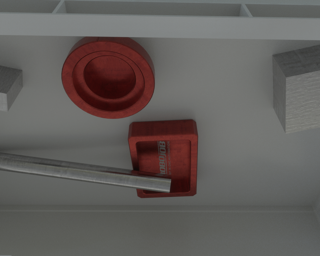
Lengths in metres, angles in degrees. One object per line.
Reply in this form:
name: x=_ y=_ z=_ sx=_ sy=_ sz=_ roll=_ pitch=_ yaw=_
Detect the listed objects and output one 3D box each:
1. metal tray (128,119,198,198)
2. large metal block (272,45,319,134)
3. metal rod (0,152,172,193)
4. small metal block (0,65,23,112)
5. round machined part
metal tray: x=0.007 y=0.048 z=0.447 sx=0.091 sy=0.030 sz=0.129 roll=-3 pitch=130 yaw=2
large metal block: x=0.178 y=-0.046 z=0.356 sx=0.080 sy=0.050 sz=0.080 roll=-11 pitch=130 yaw=9
metal rod: x=-0.135 y=0.058 z=0.432 sx=0.302 sy=0.025 sz=0.025 roll=7 pitch=130 yaw=3
small metal block: x=-0.190 y=-0.048 z=0.349 sx=0.050 sy=0.050 sz=0.025 roll=11 pitch=129 yaw=-10
round machined part: x=-0.055 y=-0.061 z=0.345 sx=0.099 sy=0.042 sz=0.097 roll=-1 pitch=130 yaw=0
